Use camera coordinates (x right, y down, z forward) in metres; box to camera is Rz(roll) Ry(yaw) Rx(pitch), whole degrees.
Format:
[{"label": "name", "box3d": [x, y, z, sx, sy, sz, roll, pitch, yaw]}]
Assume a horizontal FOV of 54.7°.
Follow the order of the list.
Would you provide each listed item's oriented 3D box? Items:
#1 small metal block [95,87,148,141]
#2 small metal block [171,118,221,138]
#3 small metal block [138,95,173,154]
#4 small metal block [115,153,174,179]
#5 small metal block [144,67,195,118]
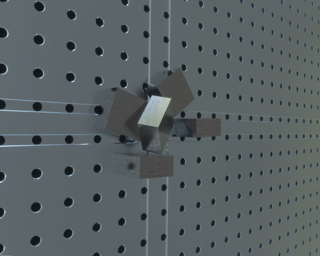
[{"label": "small metal block", "box3d": [-0.044, -0.016, 0.374, 0.050, 0.025, 0.050, 22, 76, -38]}, {"label": "small metal block", "box3d": [0.050, -0.001, 0.437, 0.050, 0.050, 0.025, -2, 91, -40]}, {"label": "small metal block", "box3d": [-0.004, -0.004, 0.385, 0.050, 0.025, 0.050, 83, 23, -47]}, {"label": "small metal block", "box3d": [-0.019, 0.045, 0.379, 0.050, 0.050, 0.025, 3, 89, -40]}, {"label": "small metal block", "box3d": [0.014, -0.047, 0.423, 0.050, 0.025, 0.050, -42, 116, -32]}]
